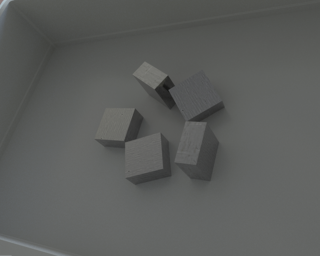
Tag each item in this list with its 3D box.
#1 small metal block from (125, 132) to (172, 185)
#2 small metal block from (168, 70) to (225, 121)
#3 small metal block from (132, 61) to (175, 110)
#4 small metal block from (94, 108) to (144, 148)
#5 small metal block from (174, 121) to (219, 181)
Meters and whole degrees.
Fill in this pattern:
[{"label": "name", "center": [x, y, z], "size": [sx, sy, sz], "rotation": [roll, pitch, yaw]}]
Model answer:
[{"label": "small metal block", "center": [-0.016, 0.039, 0.389], "size": [0.050, 0.025, 0.050], "rotation": [-16, 55, 18]}, {"label": "small metal block", "center": [0.047, -0.038, 0.395], "size": [0.050, 0.025, 0.050], "rotation": [-31, 68, 8]}, {"label": "small metal block", "center": [-0.003, -0.058, 0.426], "size": [0.025, 0.050, 0.050], "rotation": [-48, 51, -5]}, {"label": "small metal block", "center": [-0.057, 0.000, 0.434], "size": [0.050, 0.025, 0.050], "rotation": [2, 63, 29]}, {"label": "small metal block", "center": [0.043, 0.027, 0.350], "size": [0.025, 0.050, 0.050], "rotation": [3, 63, 29]}]
